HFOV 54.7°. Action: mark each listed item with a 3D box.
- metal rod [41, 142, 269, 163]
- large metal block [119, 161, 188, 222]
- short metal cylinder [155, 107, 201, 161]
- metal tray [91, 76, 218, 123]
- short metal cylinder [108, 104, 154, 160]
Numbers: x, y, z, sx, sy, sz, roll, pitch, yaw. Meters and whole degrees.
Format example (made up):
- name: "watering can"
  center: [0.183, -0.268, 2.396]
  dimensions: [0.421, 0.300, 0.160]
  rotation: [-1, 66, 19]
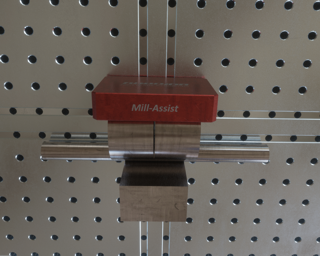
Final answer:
- name: "metal rod"
  center: [-0.006, 0.033, 0.421]
  dimensions: [0.302, 0.025, 0.025]
  rotation: [1, 110, -1]
- name: "large metal block"
  center: [-0.008, 0.077, 0.408]
  dimensions: [0.081, 0.080, 0.050]
  rotation: [1, 110, -1]
- name: "short metal cylinder"
  center: [0.020, 0.000, 0.381]
  dimensions: [0.050, 0.080, 0.079]
  rotation: [2, 110, -1]
- name: "metal tray"
  center: [-0.005, -0.036, 0.361]
  dimensions: [0.131, 0.090, 0.030]
  rotation: [1, 110, -1]
- name: "short metal cylinder"
  center: [-0.033, -0.001, 0.381]
  dimensions: [0.050, 0.080, 0.079]
  rotation: [1, 110, 0]
